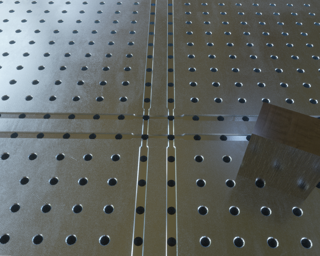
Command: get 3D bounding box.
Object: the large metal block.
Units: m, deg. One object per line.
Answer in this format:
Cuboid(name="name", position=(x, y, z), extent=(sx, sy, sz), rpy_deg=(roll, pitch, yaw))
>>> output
Cuboid(name="large metal block", position=(0.141, 0.027, 0.350), extent=(0.080, 0.080, 0.050), rpy_deg=(20, 53, 16))
